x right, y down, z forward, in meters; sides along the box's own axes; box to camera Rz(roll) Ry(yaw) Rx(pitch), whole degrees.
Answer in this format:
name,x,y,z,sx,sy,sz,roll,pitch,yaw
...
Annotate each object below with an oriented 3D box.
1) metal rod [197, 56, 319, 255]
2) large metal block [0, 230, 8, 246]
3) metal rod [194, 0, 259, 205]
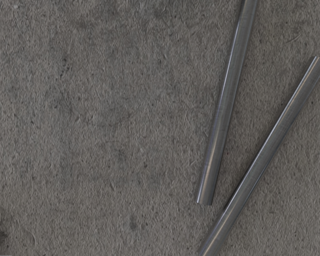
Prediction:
name,x,y,z,sx,sy,sz,roll,pitch,yaw
metal rod,0.136,0.041,0.410,0.025,0.025,0.299,30,90,0
large metal block,-0.263,0.155,0.395,0.080,0.050,0.080,36,90,0
metal rod,0.090,-0.047,0.410,0.025,0.025,0.298,13,90,0
